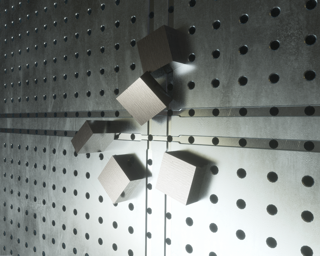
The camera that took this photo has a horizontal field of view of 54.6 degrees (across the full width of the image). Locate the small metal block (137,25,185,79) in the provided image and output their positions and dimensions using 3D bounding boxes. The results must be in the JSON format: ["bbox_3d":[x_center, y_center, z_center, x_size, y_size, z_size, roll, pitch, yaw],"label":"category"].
[{"bbox_3d":[0.000,-0.099,0.410,0.050,0.025,0.050,-21,77,38],"label":"small metal block"}]

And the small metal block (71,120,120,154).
[{"bbox_3d":[-0.100,0.014,0.477,0.050,0.050,0.025,-46,62,30],"label":"small metal block"}]

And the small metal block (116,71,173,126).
[{"bbox_3d":[-0.021,-0.039,0.413,0.050,0.025,0.050,-36,102,34],"label":"small metal block"}]

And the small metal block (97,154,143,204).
[{"bbox_3d":[-0.060,0.075,0.461,0.050,0.025,0.050,50,119,28],"label":"small metal block"}]

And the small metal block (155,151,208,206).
[{"bbox_3d":[0.026,0.061,0.389,0.050,0.025,0.050,22,104,38],"label":"small metal block"}]
